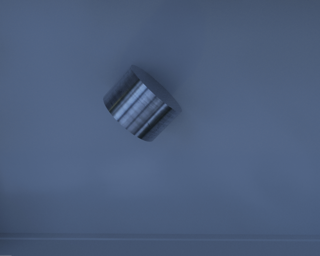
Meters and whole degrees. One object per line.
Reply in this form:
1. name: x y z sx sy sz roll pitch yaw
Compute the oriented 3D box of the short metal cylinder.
1. short metal cylinder: -0.020 -0.030 0.371 0.080 0.080 0.050 40 105 -14
